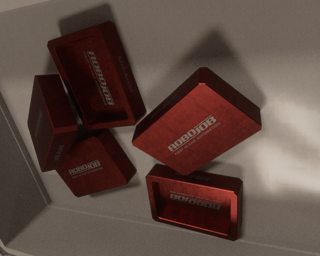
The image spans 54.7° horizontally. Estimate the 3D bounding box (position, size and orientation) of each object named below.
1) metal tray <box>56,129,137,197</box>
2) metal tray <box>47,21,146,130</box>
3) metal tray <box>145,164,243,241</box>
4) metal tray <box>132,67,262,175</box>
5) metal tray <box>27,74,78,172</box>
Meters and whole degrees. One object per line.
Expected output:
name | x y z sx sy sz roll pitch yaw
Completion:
metal tray | -0.112 0.058 0.498 0.130 0.030 0.090 -21 107 35
metal tray | -0.081 -0.063 0.407 0.090 0.030 0.129 -6 116 30
metal tray | 0.049 0.105 0.443 0.130 0.030 0.089 7 122 24
metal tray | 0.039 -0.001 0.364 0.090 0.030 0.129 33 132 -20
metal tray | -0.157 -0.003 0.441 0.129 0.030 0.090 -51 58 50
